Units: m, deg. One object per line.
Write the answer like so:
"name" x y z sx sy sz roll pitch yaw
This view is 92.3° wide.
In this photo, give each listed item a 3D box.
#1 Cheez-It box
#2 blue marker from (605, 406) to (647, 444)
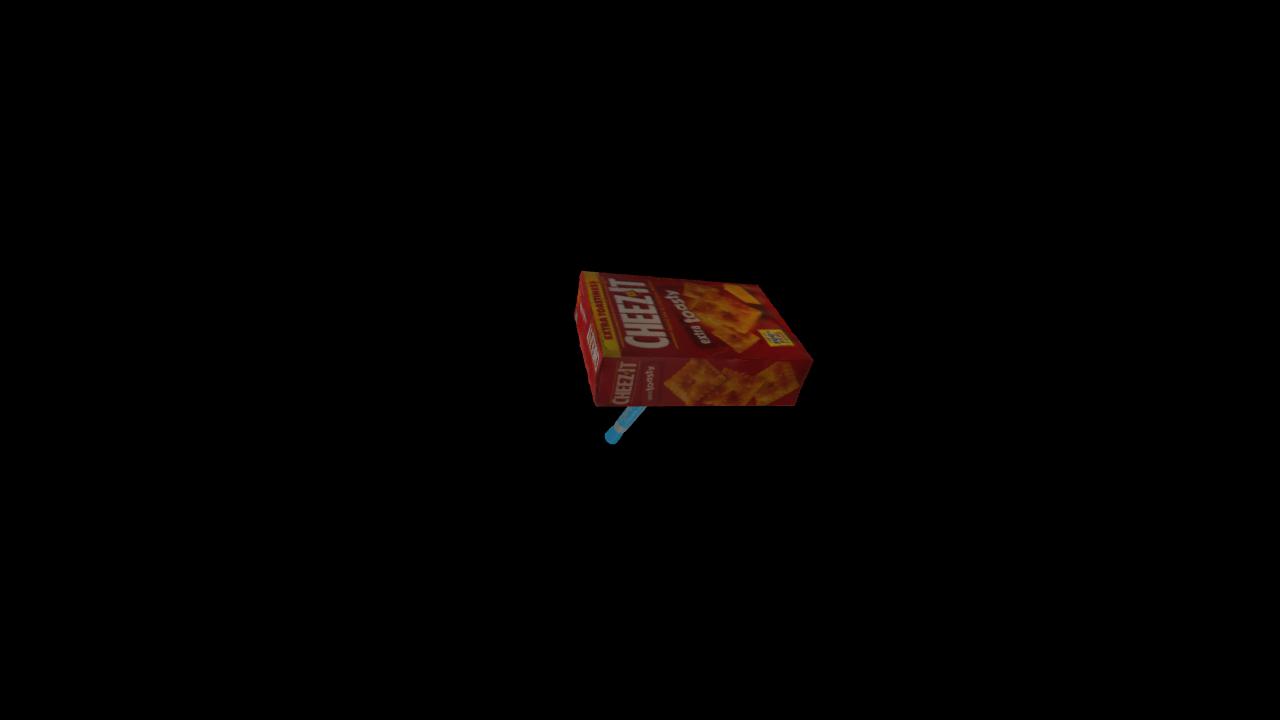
"Cheez-It box" 0.049 -0.025 0.668 0.223 0.071 0.166 2 35 -15
"blue marker" -0.010 0.064 0.731 0.020 0.020 0.121 0 -38 -36
